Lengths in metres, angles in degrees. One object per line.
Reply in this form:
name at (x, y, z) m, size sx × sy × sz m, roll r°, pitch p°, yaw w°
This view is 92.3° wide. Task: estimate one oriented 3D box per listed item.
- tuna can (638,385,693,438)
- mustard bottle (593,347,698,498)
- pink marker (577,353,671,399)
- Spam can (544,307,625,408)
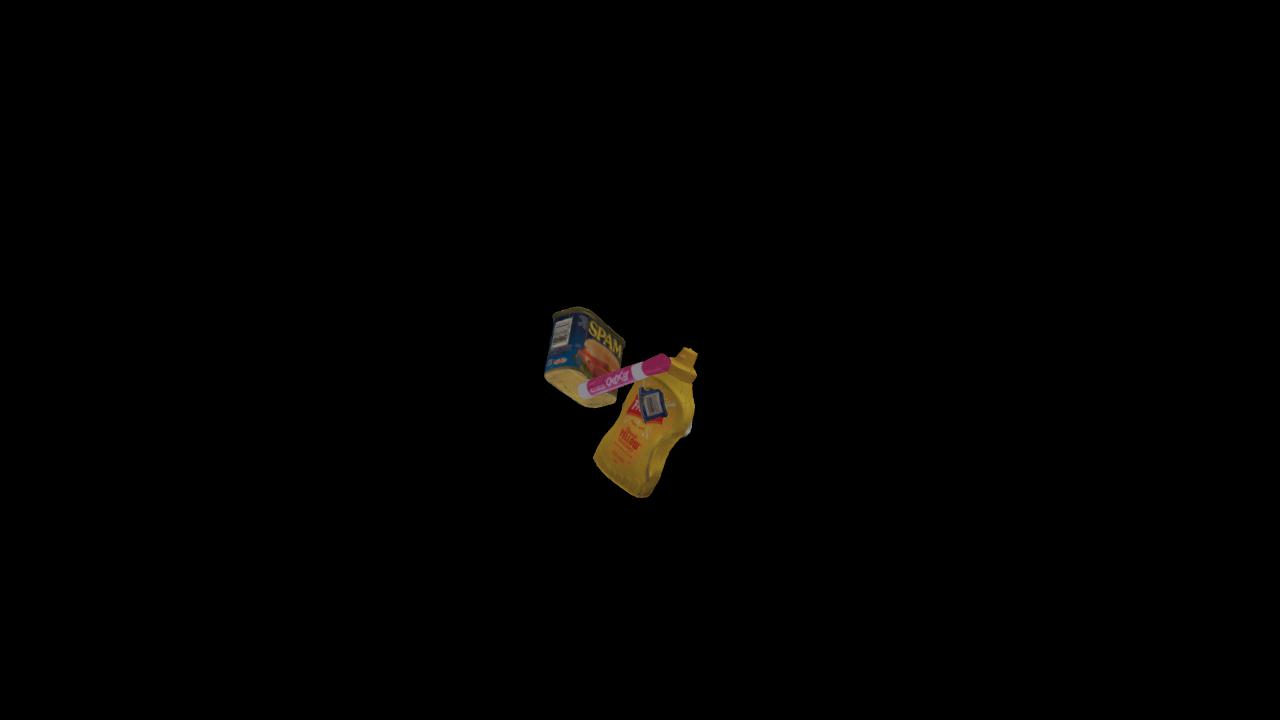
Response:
tuna can at (0.032, 0.057, 0.753) m, size 0.034 × 0.084 × 0.084 m, roll -19°, pitch -8°, yaw 24°
mustard bottle at (0.018, 0.067, 0.745) m, size 0.054 × 0.184 × 0.092 m, roll 19°, pitch 13°, yaw -47°
pink marker at (-0.017, 0.017, 0.629) m, size 0.121 × 0.020 × 0.020 m, roll -21°, pitch -13°, yaw 38°
Spam can at (-0.066, -0.001, 0.743) m, size 0.058 × 0.085 × 0.101 m, roll -14°, pitch -36°, yaw 31°
